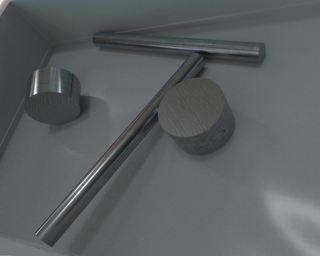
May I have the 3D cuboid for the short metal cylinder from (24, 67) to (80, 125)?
[{"bbox_3d":[-0.166,-0.049,0.485,0.080,0.080,0.050,-21,54,15],"label":"short metal cylinder"}]

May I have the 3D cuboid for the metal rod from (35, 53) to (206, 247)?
[{"bbox_3d":[-0.037,0.014,0.390,0.025,0.025,0.301,26,67,36],"label":"metal rod"}]

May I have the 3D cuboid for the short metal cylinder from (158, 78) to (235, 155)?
[{"bbox_3d":[0.045,-0.013,0.374,0.080,0.050,0.080,-13,56,20],"label":"short metal cylinder"}]

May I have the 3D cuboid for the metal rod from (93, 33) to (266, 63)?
[{"bbox_3d":[0.009,-0.128,0.478,0.300,0.025,0.025,15,69,33],"label":"metal rod"}]
